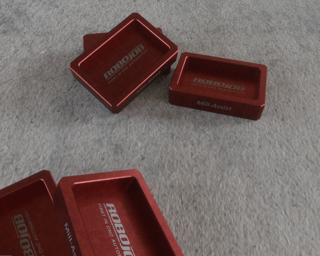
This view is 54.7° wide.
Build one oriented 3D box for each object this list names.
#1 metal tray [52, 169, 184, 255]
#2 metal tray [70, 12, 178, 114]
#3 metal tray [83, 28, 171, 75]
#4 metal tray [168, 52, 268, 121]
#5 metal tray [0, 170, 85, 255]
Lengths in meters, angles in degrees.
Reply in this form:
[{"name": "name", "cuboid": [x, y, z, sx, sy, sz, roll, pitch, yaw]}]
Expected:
[{"name": "metal tray", "cuboid": [-0.038, 0.101, 0.290, 0.091, 0.030, 0.130, -1, 44, -37]}, {"name": "metal tray", "cuboid": [-0.049, -0.094, 0.442, 0.090, 0.030, 0.130, 43, 74, 9]}, {"name": "metal tray", "cuboid": [-0.055, -0.119, 0.499, 0.131, 0.030, 0.090, -8, 50, -7]}, {"name": "metal tray", "cuboid": [0.086, -0.064, 0.454, 0.131, 0.030, 0.090, 12, 51, 9]}, {"name": "metal tray", "cuboid": [-0.127, 0.113, 0.302, 0.091, 0.030, 0.130, -26, 55, -20]}]
